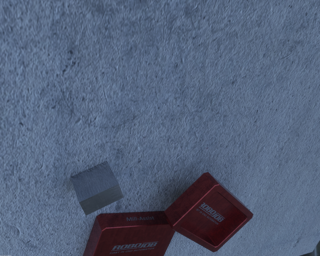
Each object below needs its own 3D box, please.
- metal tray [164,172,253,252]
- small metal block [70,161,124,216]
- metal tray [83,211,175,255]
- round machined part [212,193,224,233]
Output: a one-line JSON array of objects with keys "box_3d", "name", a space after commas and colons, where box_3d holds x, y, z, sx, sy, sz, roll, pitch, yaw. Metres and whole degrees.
[{"box_3d": [0.078, 0.132, 0.473, 0.090, 0.030, 0.130, -45, 129, 3], "name": "metal tray"}, {"box_3d": [-0.080, 0.075, 0.393, 0.050, 0.050, 0.025, -24, 127, -14], "name": "small metal block"}, {"box_3d": [-0.045, 0.177, 0.489, 0.131, 0.030, 0.089, 7, 115, -32], "name": "metal tray"}, {"box_3d": [0.078, 0.136, 0.523, 0.099, 0.042, 0.097, -14, 124, -21], "name": "round machined part"}]
